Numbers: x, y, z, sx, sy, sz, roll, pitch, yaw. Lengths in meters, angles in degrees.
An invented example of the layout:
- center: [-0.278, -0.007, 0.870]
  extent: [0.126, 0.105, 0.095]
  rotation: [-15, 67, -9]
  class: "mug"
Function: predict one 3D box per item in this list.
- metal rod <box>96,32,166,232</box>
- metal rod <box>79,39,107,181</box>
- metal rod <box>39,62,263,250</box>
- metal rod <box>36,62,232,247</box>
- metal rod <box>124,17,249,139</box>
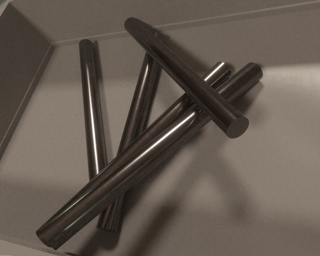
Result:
- center: [-0.033, -0.012, 0.428]
  extent: [0.025, 0.025, 0.300]
  rotation: [-1, 61, 27]
  class: "metal rod"
- center: [-0.106, -0.035, 0.480]
  extent: [0.025, 0.025, 0.299]
  rotation: [-24, 53, 13]
  class: "metal rod"
- center: [0.007, 0.016, 0.339]
  extent: [0.301, 0.025, 0.025]
  rotation: [-38, 49, -19]
  class: "metal rod"
- center: [-0.022, 0.023, 0.377]
  extent: [0.301, 0.025, 0.025]
  rotation: [-43, 51, -12]
  class: "metal rod"
- center: [0.014, -0.085, 0.401]
  extent: [0.025, 0.025, 0.300]
  rotation: [-38, 44, 2]
  class: "metal rod"
